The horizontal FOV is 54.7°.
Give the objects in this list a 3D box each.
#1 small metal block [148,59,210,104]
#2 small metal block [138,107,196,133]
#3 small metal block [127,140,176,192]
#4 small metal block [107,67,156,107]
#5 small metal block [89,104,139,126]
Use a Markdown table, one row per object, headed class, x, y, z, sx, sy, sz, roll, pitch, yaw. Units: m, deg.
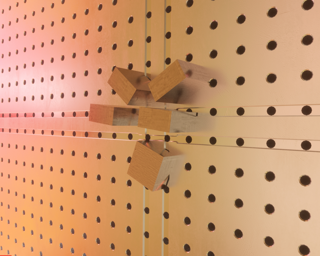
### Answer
| class | x | y | z | sx | sy | sz | roll | pitch | yaw |
| --- | --- | --- | --- | --- | --- | --- | --- | --- | --- |
| small metal block | 0.023 | -0.054 | 0.373 | 0.050 | 0.050 | 0.025 | -35 | 68 | 34 |
| small metal block | 0.009 | -0.010 | 0.384 | 0.050 | 0.050 | 0.025 | 10 | 97 | 39 |
| small metal block | -0.013 | 0.050 | 0.418 | 0.050 | 0.025 | 0.050 | 28 | 107 | 36 |
| small metal block | -0.034 | -0.055 | 0.419 | 0.050 | 0.050 | 0.025 | 48 | 118 | 29 |
| small metal block | -0.065 | -0.019 | 0.444 | 0.050 | 0.050 | 0.025 | 10 | 97 | 39 |
